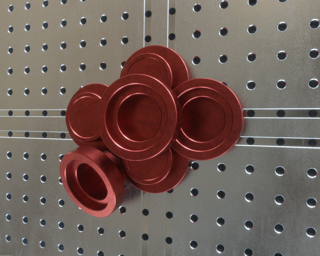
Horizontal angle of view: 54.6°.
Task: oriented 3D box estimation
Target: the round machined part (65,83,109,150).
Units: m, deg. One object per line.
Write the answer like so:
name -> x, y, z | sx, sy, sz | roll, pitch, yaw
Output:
round machined part -> -0.092, -0.014, 0.437 | 0.098, 0.042, 0.097 | 0, 90, 20

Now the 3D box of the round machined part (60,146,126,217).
round machined part -> -0.085, 0.068, 0.420 | 0.098, 0.042, 0.097 | 15, 120, 28

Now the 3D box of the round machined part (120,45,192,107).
round machined part -> -0.010, -0.060, 0.408 | 0.098, 0.042, 0.097 | 0, 90, 20

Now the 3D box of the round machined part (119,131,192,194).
round machined part -> -0.010, 0.038, 0.407 | 0.098, 0.042, 0.097 | 0, 90, 20

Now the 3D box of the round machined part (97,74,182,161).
round machined part -> -0.021, -0.012, 0.366 | 0.098, 0.042, 0.097 | 0, 90, 20

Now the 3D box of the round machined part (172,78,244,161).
round machined part -> 0.054, -0.010, 0.384 | 0.098, 0.042, 0.097 | 0, 90, 20
